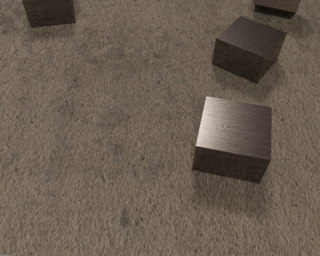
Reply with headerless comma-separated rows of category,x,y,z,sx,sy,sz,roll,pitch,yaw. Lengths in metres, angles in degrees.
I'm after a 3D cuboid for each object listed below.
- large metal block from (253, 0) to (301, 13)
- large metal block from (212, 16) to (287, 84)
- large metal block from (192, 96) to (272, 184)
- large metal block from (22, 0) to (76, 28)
large metal block,0.231,-0.268,0.587,0.080,0.079,0.050,19,24,14
large metal block,0.142,-0.127,0.495,0.080,0.050,0.080,30,56,22
large metal block,0.088,0.013,0.377,0.080,0.050,0.080,11,51,8
large metal block,-0.207,-0.237,0.584,0.081,0.050,0.080,-10,51,-9
